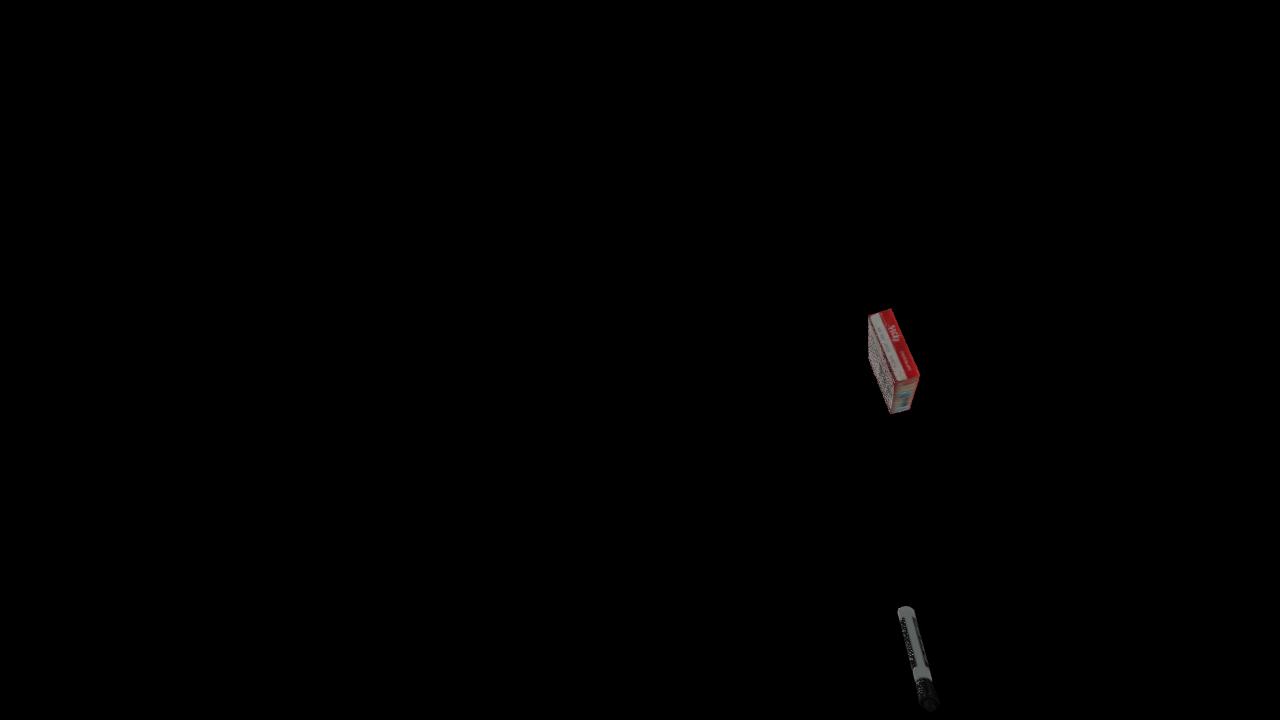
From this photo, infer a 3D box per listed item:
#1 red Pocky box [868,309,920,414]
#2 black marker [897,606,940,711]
[{"bbox_3d":[0.289,0.006,0.709,0.028,0.083,0.155,-20,-23,13],"label":"red Pocky box"},{"bbox_3d":[0.294,0.314,0.652,0.020,0.020,0.121,0,25,12],"label":"black marker"}]
